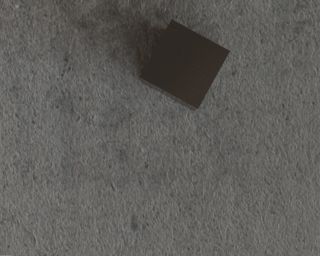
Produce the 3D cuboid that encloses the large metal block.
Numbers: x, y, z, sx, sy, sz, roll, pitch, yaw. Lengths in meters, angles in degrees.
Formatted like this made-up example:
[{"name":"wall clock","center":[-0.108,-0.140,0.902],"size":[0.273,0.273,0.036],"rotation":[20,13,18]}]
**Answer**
[{"name":"large metal block","center":[0.030,-0.077,0.398],"size":[0.080,0.050,0.080],"rotation":[29,90,0]}]
